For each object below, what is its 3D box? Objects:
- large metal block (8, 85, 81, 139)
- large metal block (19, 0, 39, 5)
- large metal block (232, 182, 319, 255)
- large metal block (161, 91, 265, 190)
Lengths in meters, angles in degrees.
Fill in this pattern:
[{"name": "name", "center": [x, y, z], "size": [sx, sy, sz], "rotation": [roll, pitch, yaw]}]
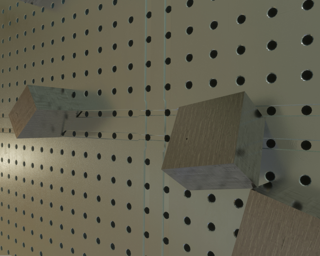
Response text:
[{"name": "large metal block", "center": [-0.199, -0.026, 0.534], "size": [0.080, 0.081, 0.050], "rotation": [-43, 64, 31]}, {"name": "large metal block", "center": [-0.254, -0.302, 0.599], "size": [0.080, 0.050, 0.080], "rotation": [-28, 73, 36]}, {"name": "large metal block", "center": [0.122, 0.106, 0.292], "size": [0.080, 0.050, 0.079], "rotation": [20, 103, 37]}, {"name": "large metal block", "center": [0.057, 0.016, 0.321], "size": [0.080, 0.050, 0.080], "rotation": [-11, 49, 39]}]
